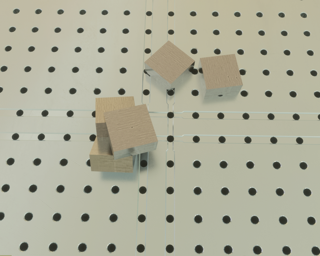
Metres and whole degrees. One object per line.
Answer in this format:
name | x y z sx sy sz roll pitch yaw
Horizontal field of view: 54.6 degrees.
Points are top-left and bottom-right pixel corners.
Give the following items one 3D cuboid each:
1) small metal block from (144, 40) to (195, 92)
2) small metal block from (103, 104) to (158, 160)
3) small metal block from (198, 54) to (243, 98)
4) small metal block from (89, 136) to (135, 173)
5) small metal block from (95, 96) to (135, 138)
small metal block | 0.014 -0.088 0.444 0.050 0.025 0.050 41 75 13
small metal block | -0.035 0.004 0.360 0.050 0.025 0.050 -13 66 -13
small metal block | 0.084 -0.074 0.439 0.050 0.025 0.050 -8 70 -3
small metal block | -0.056 0.029 0.387 0.050 0.025 0.050 2 31 1
small metal block | -0.057 -0.015 0.403 0.050 0.025 0.050 -3 43 -9
